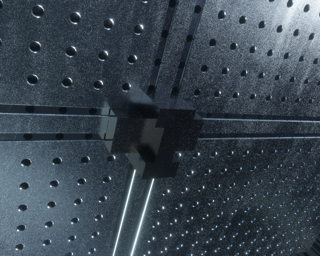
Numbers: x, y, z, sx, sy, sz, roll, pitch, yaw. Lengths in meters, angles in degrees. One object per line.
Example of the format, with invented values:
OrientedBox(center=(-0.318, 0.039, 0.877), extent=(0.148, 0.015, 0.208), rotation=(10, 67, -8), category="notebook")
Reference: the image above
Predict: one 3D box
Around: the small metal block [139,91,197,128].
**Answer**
OrientedBox(center=(0.009, -0.023, 0.387), extent=(0.050, 0.050, 0.025), rotation=(1, 118, -29), category="small metal block")

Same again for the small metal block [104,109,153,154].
OrientedBox(center=(-0.039, 0.004, 0.393), extent=(0.050, 0.025, 0.050), rotation=(0, 118, -29), category="small metal block")

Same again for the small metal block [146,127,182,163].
OrientedBox(center=(0.000, 0.010, 0.402), extent=(0.025, 0.050, 0.050), rotation=(1, 118, -29), category="small metal block")

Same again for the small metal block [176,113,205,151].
OrientedBox(center=(0.027, 0.004, 0.430), extent=(0.050, 0.025, 0.050), rotation=(1, 118, -29), category="small metal block")

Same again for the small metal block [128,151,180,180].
OrientedBox(center=(-0.009, 0.043, 0.418), extent=(0.050, 0.050, 0.025), rotation=(1, 118, -29), category="small metal block")
